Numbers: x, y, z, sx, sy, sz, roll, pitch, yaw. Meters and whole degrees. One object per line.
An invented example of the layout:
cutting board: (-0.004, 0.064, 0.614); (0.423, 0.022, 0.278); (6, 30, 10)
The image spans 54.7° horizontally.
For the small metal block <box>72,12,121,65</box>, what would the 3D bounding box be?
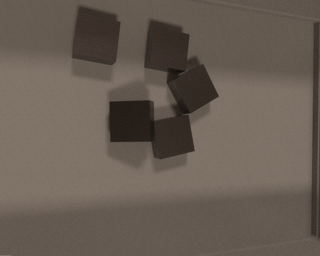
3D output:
small metal block: (-0.079, -0.108, 0.382); (0.050, 0.025, 0.050); (7, 88, -20)

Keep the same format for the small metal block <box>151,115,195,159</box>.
small metal block: (0.015, 0.011, 0.417); (0.050, 0.025, 0.050); (-12, 94, -20)

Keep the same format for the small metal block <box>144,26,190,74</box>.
small metal block: (0.009, -0.103, 0.415); (0.050, 0.025, 0.050); (7, 88, -20)

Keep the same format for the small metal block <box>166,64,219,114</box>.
small metal block: (0.045, -0.053, 0.429); (0.050, 0.025, 0.050); (-31, 101, -18)

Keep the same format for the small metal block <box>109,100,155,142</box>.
small metal block: (-0.034, -0.008, 0.387); (0.050, 0.025, 0.050); (-1, 91, 10)
